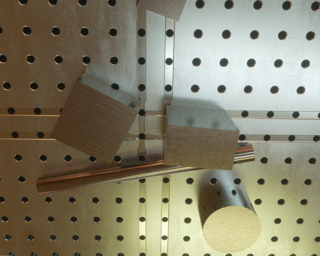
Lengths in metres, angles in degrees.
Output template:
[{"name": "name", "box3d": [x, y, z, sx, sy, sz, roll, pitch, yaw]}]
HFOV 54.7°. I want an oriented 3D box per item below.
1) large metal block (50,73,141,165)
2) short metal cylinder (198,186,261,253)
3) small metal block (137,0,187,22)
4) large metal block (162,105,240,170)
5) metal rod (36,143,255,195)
[{"name": "large metal block", "box3d": [-0.079, -0.013, 0.394, 0.080, 0.050, 0.080, 27, 108, -10]}, {"name": "short metal cylinder", "box3d": [0.099, 0.133, 0.451, 0.081, 0.050, 0.079, 0, 110, -1]}, {"name": "small metal block", "box3d": [0.006, -0.156, 0.356, 0.050, 0.025, 0.050, 19, 109, -7]}, {"name": "large metal block", "box3d": [0.046, 0.009, 0.388, 0.081, 0.080, 0.050, 5, 110, -2]}, {"name": "metal rod", "box3d": [-0.021, 0.058, 0.434, 0.302, 0.025, 0.025, -9, 110, 3]}]
